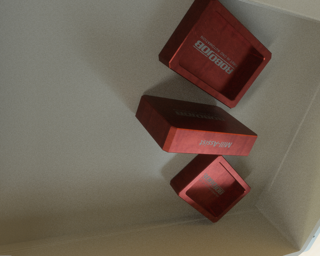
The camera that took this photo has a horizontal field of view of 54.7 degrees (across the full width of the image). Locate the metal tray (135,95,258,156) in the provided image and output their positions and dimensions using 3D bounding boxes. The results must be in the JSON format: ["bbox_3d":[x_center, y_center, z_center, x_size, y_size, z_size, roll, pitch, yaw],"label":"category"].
[{"bbox_3d":[0.046,-0.003,0.391,0.131,0.090,0.030,5,116,-31],"label":"metal tray"}]

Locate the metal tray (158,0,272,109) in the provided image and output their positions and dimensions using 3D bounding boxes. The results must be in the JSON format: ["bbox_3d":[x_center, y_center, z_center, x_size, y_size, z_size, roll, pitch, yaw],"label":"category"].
[{"bbox_3d":[0.073,-0.090,0.391,0.131,0.030,0.090,26,104,-38],"label":"metal tray"}]

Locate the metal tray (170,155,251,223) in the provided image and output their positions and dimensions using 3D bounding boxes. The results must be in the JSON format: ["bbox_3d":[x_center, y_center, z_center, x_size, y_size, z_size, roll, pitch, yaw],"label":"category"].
[{"bbox_3d":[0.087,0.097,0.515,0.090,0.030,0.130,-44,130,2],"label":"metal tray"}]
